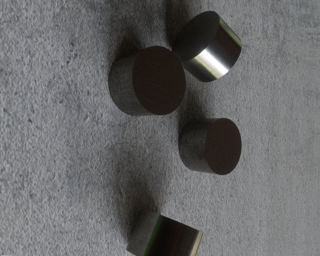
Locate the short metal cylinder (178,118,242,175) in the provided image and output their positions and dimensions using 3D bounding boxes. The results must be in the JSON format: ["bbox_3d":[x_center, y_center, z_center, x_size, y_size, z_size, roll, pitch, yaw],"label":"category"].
[{"bbox_3d":[0.074,0.026,0.450,0.081,0.050,0.080,0,90,-40],"label":"short metal cylinder"}]

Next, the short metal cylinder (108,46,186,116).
[{"bbox_3d":[-0.015,-0.055,0.376,0.081,0.050,0.080,0,90,-40],"label":"short metal cylinder"}]

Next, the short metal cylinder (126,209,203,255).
[{"bbox_3d":[0.006,0.137,0.374,0.080,0.080,0.050,35,69,-35],"label":"short metal cylinder"}]

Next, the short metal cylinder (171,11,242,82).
[{"bbox_3d":[0.062,-0.109,0.420,0.050,0.080,0.080,33,70,-36],"label":"short metal cylinder"}]
